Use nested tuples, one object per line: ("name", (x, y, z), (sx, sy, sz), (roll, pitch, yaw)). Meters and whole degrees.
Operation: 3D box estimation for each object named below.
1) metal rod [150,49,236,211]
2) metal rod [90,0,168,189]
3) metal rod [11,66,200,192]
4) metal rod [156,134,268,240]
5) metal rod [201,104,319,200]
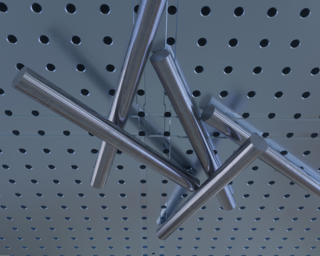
("metal rod", (0.058, 0.024, 0.433), (0.025, 0.025, 0.299), (-18, 128, 14))
("metal rod", (-0.050, -0.024, 0.390), (0.025, 0.025, 0.298), (14, 129, -12))
("metal rod", (-0.043, 0.019, 0.397), (0.025, 0.025, 0.301), (-33, 133, 24))
("metal rod", (0.062, 0.108, 0.477), (0.025, 0.025, 0.298), (18, 136, -15))
("metal rod", (0.178, 0.052, 0.458), (0.301, 0.025, 0.025), (32, 123, -25))
